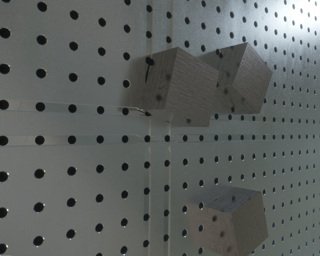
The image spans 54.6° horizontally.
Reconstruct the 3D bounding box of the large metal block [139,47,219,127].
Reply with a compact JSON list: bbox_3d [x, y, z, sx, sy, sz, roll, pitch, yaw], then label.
[{"bbox_3d":[0.028,-0.050,0.415,0.080,0.050,0.080,20,78,-38],"label":"large metal block"}]

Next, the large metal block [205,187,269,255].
[{"bbox_3d":[0.124,0.151,0.496,0.081,0.050,0.080,-20,103,-38],"label":"large metal block"}]

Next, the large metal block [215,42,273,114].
[{"bbox_3d":[0.130,-0.077,0.500,0.080,0.050,0.080,35,68,-34],"label":"large metal block"}]
